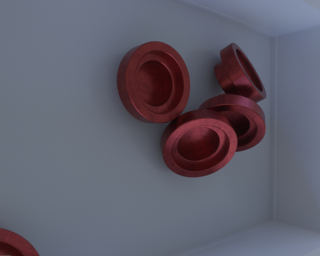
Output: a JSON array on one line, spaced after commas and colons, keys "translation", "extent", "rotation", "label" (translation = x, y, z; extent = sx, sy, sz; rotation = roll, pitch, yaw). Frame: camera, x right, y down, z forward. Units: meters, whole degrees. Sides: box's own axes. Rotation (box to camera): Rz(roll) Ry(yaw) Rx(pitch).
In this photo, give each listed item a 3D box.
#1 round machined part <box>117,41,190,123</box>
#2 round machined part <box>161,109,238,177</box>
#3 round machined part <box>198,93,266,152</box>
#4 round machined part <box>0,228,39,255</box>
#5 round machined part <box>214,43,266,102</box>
[{"translation": [-0.012, -0.054, 0.385], "extent": [0.099, 0.042, 0.097], "rotation": [0, 90, -39], "label": "round machined part"}, {"translation": [0.049, 0.016, 0.414], "extent": [0.099, 0.042, 0.097], "rotation": [-5, 125, -7], "label": "round machined part"}, {"translation": [0.101, -0.012, 0.449], "extent": [0.098, 0.098, 0.042], "rotation": [47, 39, -30], "label": "round machined part"}, {"translation": [-0.149, 0.136, 0.252], "extent": [0.098, 0.042, 0.098], "rotation": [32, 36, -27], "label": "round machined part"}, {"translation": [0.119, -0.078, 0.476], "extent": [0.098, 0.042, 0.098], "rotation": [39, 34, -33], "label": "round machined part"}]
